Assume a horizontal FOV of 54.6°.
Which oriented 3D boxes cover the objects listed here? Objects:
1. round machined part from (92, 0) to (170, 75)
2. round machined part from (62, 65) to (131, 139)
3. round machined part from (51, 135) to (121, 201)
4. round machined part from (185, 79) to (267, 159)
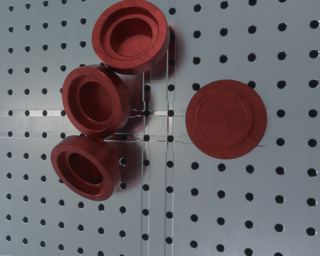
[{"bbox_3d":[-0.035,-0.114,0.407,0.098,0.042,0.098,-2,75,10],"label":"round machined part"},{"bbox_3d":[-0.081,-0.038,0.422,0.098,0.042,0.097,10,113,25],"label":"round machined part"},{"bbox_3d":[-0.095,0.049,0.422,0.098,0.042,0.097,15,130,20],"label":"round machined part"},{"bbox_3d":[0.078,-0.011,0.376,0.098,0.042,0.097,0,90,20],"label":"round machined part"}]
